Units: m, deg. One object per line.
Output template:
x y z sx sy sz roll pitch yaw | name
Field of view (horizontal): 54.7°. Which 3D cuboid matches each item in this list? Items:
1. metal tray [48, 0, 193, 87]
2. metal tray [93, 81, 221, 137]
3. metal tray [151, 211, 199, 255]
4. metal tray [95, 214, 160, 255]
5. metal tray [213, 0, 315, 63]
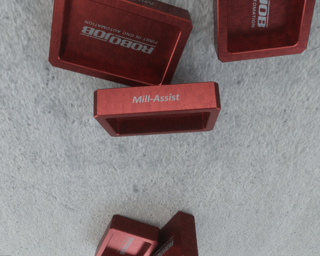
-0.042 -0.093 0.323 0.131 0.030 0.089 13 129 -12 | metal tray
-0.001 -0.018 0.358 0.131 0.030 0.090 -4 164 2 | metal tray
0.018 0.221 0.553 0.030 0.090 0.129 22 127 -18 | metal tray
-0.065 0.222 0.585 0.091 0.030 0.129 20 127 -9 | metal tray
0.098 -0.131 0.293 0.091 0.030 0.129 -6 130 4 | metal tray
